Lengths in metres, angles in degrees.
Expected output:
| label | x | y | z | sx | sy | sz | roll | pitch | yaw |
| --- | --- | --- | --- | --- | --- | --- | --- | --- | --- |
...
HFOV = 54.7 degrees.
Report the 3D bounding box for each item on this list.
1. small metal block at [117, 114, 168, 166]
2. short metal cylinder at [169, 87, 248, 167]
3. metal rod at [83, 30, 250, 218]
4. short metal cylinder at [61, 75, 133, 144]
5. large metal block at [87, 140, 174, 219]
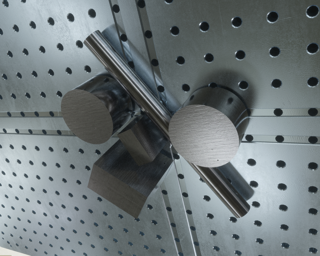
| label | x | y | z | sx | sy | sz | roll | pitch | yaw |
| --- | --- | --- | --- | --- | --- | --- | --- | --- | --- |
| small metal block | -0.021 | 0.013 | 0.409 | 0.025 | 0.050 | 0.050 | -23 | 106 | 36 |
| short metal cylinder | 0.057 | -0.001 | 0.359 | 0.080 | 0.050 | 0.079 | 13 | 124 | 21 |
| metal rod | 0.013 | 0.000 | 0.399 | 0.300 | 0.025 | 0.025 | 49 | 129 | -7 |
| short metal cylinder | -0.085 | -0.025 | 0.419 | 0.080 | 0.050 | 0.079 | 13 | 124 | 21 |
| large metal block | -0.040 | 0.063 | 0.430 | 0.080 | 0.080 | 0.050 | 30 | 129 | 9 |
